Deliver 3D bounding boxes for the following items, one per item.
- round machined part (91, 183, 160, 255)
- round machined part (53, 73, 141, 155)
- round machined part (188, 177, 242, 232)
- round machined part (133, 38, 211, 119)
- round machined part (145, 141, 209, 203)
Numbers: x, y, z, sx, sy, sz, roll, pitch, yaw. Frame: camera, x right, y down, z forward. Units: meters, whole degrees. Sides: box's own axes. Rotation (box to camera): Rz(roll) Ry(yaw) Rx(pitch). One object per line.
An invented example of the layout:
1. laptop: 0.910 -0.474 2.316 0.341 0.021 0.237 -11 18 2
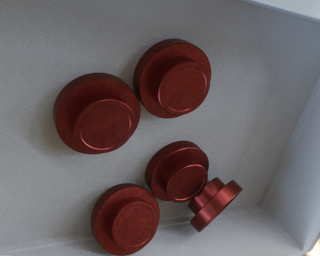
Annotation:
1. round machined part: -0.042 0.129 0.431 0.099 0.042 0.097 -2 94 -31
2. round machined part: -0.068 -0.010 0.354 0.099 0.042 0.097 -14 124 -21
3. round machined part: 0.083 0.117 0.497 0.098 0.042 0.098 -38 159 -17
4. round machined part: 0.021 -0.054 0.375 0.099 0.042 0.097 -14 124 -21
5. round machined part: 0.031 0.071 0.458 0.099 0.042 0.097 -14 124 -21
